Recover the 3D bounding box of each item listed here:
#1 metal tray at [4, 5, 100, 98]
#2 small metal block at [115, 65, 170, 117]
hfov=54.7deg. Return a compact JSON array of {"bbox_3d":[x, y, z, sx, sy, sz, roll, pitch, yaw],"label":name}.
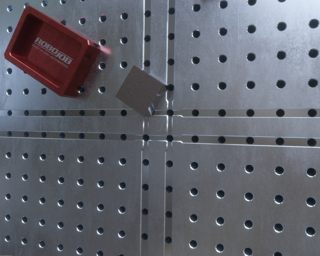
[{"bbox_3d":[-0.165,-0.115,0.468,0.130,0.030,0.090,33,100,17],"label":"metal tray"},{"bbox_3d":[-0.024,-0.050,0.421,0.050,0.025,0.050,35,101,16],"label":"small metal block"}]
